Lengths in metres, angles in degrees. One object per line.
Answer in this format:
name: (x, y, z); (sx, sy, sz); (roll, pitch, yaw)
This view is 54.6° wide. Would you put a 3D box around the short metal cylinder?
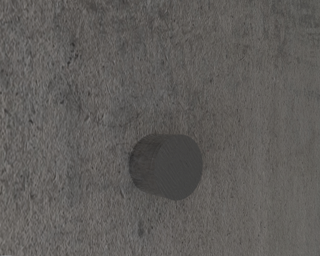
short metal cylinder: (0.008, 0.047, 0.395); (0.081, 0.050, 0.080); (0, 90, -40)
